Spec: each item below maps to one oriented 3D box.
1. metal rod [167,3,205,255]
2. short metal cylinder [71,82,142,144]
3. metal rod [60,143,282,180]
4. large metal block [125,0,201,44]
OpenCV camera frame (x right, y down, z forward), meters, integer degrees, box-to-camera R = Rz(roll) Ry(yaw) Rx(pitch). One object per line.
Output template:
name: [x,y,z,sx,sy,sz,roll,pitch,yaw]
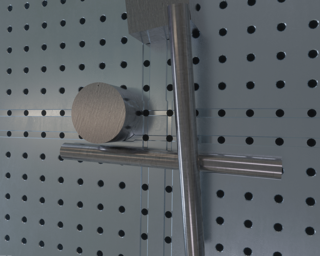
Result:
metal rod: [0.032,0.010,0.368,0.025,0.025,0.298,-2,97,20]
short metal cylinder: [-0.072,-0.020,0.425,0.080,0.050,0.079,0,90,20]
metal rod: [0.000,0.041,0.412,0.301,0.025,0.025,3,91,19]
large metal block: [0.003,-0.161,0.398,0.080,0.050,0.080,-7,88,19]
